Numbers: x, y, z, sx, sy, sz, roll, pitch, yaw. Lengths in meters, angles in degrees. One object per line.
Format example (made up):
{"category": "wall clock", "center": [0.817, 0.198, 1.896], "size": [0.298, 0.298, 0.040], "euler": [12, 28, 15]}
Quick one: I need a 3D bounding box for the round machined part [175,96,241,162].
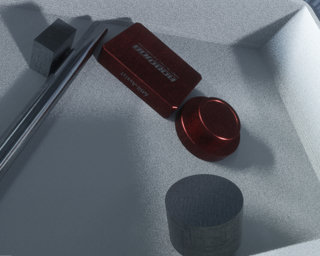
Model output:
{"category": "round machined part", "center": [0.074, -0.005, 0.440], "size": [0.099, 0.042, 0.098], "euler": [14, 56, -21]}

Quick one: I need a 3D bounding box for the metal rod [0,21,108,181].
{"category": "metal rod", "center": [-0.131, -0.033, 0.355], "size": [0.025, 0.025, 0.300], "euler": [30, 52, -10]}

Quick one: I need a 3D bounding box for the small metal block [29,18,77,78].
{"category": "small metal block", "center": [-0.131, -0.097, 0.379], "size": [0.025, 0.050, 0.050], "euler": [32, 51, -8]}

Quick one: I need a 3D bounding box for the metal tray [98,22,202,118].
{"category": "metal tray", "center": [-0.012, -0.086, 0.450], "size": [0.130, 0.030, 0.090], "euler": [41, 51, -1]}

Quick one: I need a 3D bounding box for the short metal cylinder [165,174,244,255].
{"category": "short metal cylinder", "center": [0.048, 0.094, 0.333], "size": [0.080, 0.050, 0.080], "euler": [-5, 28, 3]}
